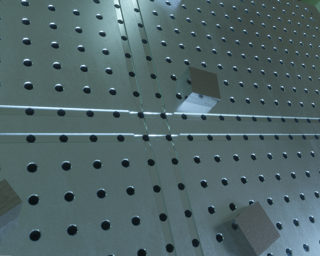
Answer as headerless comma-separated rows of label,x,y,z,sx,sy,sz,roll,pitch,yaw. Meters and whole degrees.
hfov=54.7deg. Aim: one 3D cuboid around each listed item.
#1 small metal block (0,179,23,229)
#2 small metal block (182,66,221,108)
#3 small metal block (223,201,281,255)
small metal block,-0.150,0.076,0.265,0.025,0.050,0.050,49,51,6
small metal block,0.064,-0.063,0.483,0.050,0.025,0.050,11,57,-23
small metal block,0.117,0.130,0.394,0.050,0.025,0.050,-21,73,-36
